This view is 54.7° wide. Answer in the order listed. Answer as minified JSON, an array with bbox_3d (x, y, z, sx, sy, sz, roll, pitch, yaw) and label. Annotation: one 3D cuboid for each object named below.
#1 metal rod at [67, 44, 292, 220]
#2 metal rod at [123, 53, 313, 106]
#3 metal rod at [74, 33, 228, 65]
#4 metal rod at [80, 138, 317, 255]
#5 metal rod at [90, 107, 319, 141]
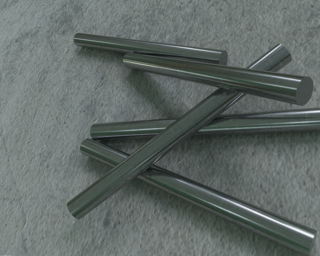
[{"bbox_3d":[0.020,0.006,0.355,0.300,0.025,0.025,-37,51,2],"label":"metal rod"},{"bbox_3d":[0.037,-0.069,0.378,0.025,0.025,0.300,-53,37,-10],"label":"metal rod"},{"bbox_3d":[-0.033,-0.129,0.498,0.300,0.025,0.025,18,71,34],"label":"metal rod"},{"bbox_3d":[0.015,0.064,0.355,0.300,0.025,0.025,18,71,34],"label":"metal rod"},{"bbox_3d":[0.042,-0.002,0.381,0.301,0.025,0.025,-3,60,26],"label":"metal rod"}]
